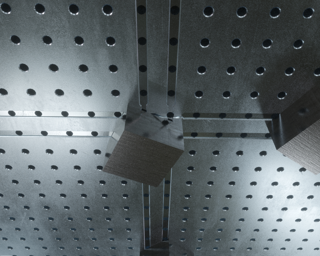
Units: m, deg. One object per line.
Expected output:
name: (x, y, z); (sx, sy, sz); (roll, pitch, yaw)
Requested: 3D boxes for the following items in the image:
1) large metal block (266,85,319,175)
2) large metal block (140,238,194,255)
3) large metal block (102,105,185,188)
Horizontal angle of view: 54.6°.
large metal block: (0.202, 0.005, 0.401); (0.080, 0.050, 0.080); (30, 124, -23)
large metal block: (0.015, 0.278, 0.631); (0.080, 0.050, 0.080); (-34, 122, 25)
large metal block: (-0.023, 0.027, 0.418); (0.080, 0.050, 0.080); (20, 127, -16)
